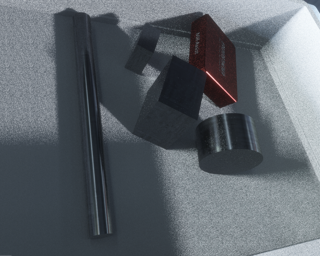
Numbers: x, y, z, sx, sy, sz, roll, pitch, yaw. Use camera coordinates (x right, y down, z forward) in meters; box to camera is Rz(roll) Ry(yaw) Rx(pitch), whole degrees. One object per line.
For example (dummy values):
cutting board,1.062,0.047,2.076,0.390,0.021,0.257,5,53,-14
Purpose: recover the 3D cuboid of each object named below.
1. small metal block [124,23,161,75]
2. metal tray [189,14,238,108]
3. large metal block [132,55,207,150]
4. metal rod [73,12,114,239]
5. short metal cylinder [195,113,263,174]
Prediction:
small metal block,-0.025,-0.114,0.447,0.025,0.050,0.050,25,53,-14
metal tray,0.086,-0.108,0.495,0.090,0.030,0.130,36,47,-36
large metal block,0.012,-0.031,0.398,0.050,0.080,0.080,26,53,-13
metal rod,-0.085,-0.024,0.374,0.025,0.025,0.299,3,60,-27
short metal cylinder,0.089,0.023,0.406,0.081,0.080,0.050,11,57,-23
